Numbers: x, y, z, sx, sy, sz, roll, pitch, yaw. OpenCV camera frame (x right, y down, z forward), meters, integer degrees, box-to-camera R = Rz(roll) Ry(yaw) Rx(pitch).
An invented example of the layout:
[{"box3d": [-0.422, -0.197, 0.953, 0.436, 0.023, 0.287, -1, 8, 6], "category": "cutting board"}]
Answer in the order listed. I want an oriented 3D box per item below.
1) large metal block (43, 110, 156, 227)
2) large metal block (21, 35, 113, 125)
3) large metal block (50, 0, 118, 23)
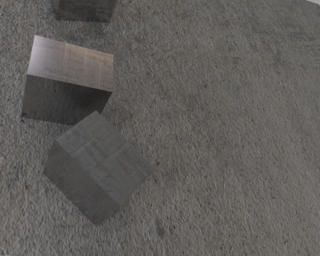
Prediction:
[{"box3d": [-0.064, 0.043, 0.308, 0.080, 0.080, 0.050, 45, 51, 3], "category": "large metal block"}, {"box3d": [-0.103, -0.046, 0.341, 0.081, 0.080, 0.050, 10, 58, -23], "category": "large metal block"}, {"box3d": [-0.116, -0.203, 0.449, 0.081, 0.050, 0.080, -9, 66, -32], "category": "large metal block"}]
